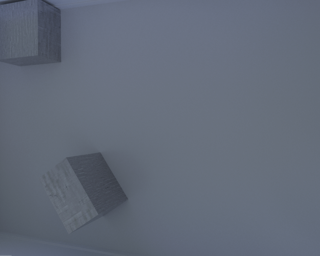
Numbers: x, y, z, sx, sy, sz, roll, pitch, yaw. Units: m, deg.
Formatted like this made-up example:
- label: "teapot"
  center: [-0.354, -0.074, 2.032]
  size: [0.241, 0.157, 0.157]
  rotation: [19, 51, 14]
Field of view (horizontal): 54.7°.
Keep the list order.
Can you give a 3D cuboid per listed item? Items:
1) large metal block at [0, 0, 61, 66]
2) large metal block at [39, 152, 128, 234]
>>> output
- label: "large metal block"
  center: [-0.199, -0.141, 0.468]
  size: [0.080, 0.050, 0.080]
  rotation: [-1, 90, 20]
- label: "large metal block"
  center: [-0.099, 0.083, 0.416]
  size: [0.050, 0.080, 0.080]
  rotation: [-36, 79, 16]
